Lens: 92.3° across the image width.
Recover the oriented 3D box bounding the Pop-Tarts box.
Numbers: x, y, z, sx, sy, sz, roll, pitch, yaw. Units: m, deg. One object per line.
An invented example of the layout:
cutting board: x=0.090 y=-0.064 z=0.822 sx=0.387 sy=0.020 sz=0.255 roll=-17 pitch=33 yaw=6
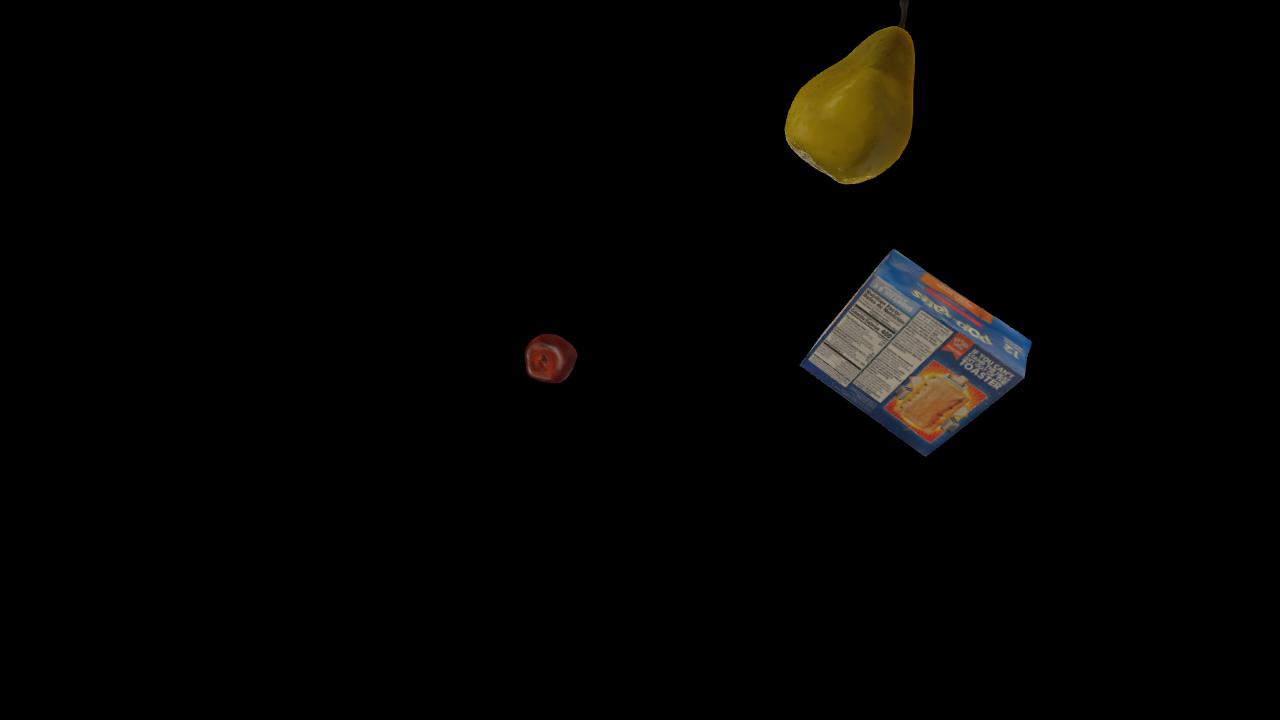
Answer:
Pop-Tarts box: x=0.286 y=-0.007 z=0.652 sx=0.167 sy=0.141 sz=0.083 roll=37 pitch=43 yaw=9

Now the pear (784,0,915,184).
pear: x=0.149 y=-0.171 z=0.394 sx=0.080 sy=0.111 sz=0.080 roll=32 pitch=20 yaw=-13

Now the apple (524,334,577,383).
apple: x=-0.135 y=-0.003 z=0.939 sx=0.079 sy=0.079 sz=0.093 roll=0 pitch=4 yaw=8
